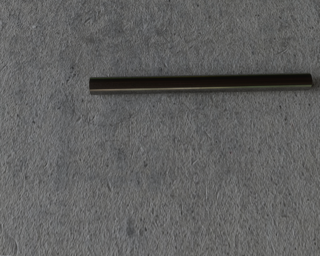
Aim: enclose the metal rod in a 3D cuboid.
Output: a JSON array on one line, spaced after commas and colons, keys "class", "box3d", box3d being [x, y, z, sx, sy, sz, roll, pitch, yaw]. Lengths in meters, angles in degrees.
[{"class": "metal rod", "box3d": [0.056, -0.061, 0.430, 0.302, 0.025, 0.025, -1, 70, -1]}]
